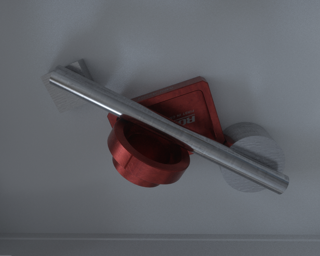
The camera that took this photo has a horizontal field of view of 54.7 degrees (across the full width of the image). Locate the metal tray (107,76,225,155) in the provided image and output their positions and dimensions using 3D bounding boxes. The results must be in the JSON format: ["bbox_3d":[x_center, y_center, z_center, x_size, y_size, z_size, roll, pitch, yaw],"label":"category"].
[{"bbox_3d":[0.009,-0.004,0.405,0.131,0.030,0.090,-18,109,6],"label":"metal tray"}]

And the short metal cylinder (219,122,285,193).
[{"bbox_3d":[0.117,0.038,0.412,0.081,0.050,0.079,0,110,-1],"label":"short metal cylinder"}]

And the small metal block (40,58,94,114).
[{"bbox_3d":[-0.111,-0.053,0.388,0.050,0.025,0.050,-21,109,7],"label":"small metal block"}]

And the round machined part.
[{"bbox_3d":[-0.017,0.032,0.369,0.098,0.098,0.042,26,116,-10],"label":"round machined part"}]

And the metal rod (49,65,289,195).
[{"bbox_3d":[0.014,0.004,0.368,0.301,0.025,0.025,26,108,-3],"label":"metal rod"}]
